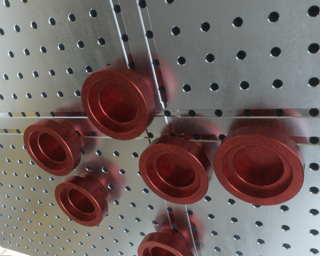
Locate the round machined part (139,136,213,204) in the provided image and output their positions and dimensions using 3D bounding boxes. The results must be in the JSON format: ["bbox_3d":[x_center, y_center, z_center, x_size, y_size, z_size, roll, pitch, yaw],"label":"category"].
[{"bbox_3d":[0.025,0.052,0.420,0.098,0.042,0.097,13,124,21],"label":"round machined part"}]

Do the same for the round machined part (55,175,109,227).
[{"bbox_3d":[-0.132,0.123,0.547,0.098,0.042,0.097,13,124,21],"label":"round machined part"}]

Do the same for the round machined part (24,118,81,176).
[{"bbox_3d":[-0.169,0.027,0.507,0.098,0.042,0.097,13,124,21],"label":"round machined part"}]

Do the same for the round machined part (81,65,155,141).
[{"bbox_3d":[-0.050,-0.036,0.405,0.098,0.042,0.097,13,124,21],"label":"round machined part"}]

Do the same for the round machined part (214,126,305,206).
[{"bbox_3d":[0.116,0.040,0.364,0.098,0.042,0.097,13,124,21],"label":"round machined part"}]

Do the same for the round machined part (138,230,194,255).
[{"bbox_3d":[0.015,0.212,0.524,0.098,0.042,0.097,13,124,21],"label":"round machined part"}]
